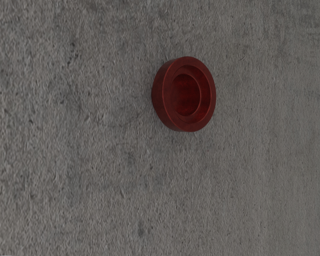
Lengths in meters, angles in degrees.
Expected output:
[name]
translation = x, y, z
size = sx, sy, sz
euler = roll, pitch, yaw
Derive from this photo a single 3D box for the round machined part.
[round machined part]
translation = 0.028, -0.043, 0.415
size = 0.099, 0.042, 0.097
euler = 0, 90, -40
